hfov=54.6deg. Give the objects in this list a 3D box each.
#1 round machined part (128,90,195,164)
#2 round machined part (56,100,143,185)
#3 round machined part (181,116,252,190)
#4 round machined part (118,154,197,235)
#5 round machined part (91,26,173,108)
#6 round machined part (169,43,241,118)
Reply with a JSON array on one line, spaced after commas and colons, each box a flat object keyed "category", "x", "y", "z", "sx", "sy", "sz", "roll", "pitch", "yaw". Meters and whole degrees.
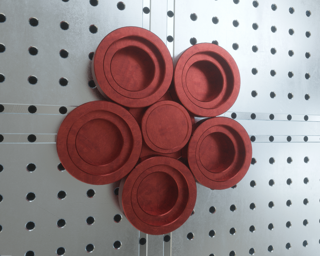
[{"category": "round machined part", "x": 0.003, "y": -0.001, "z": 0.404, "sx": 0.099, "sy": 0.042, "sz": 0.097, "roll": 0, "pitch": 90, "yaw": -20}, {"category": "round machined part", "x": -0.074, "y": 0.017, "z": 0.376, "sx": 0.099, "sy": 0.042, "sz": 0.097, "roll": 0, "pitch": 90, "yaw": -20}, {"category": "round machined part", "x": 0.074, "y": 0.033, "z": 0.430, "sx": 0.099, "sy": 0.042, "sz": 0.097, "roll": 0, "pitch": 90, "yaw": -20}, {"category": "round machined part", "x": -0.006, "y": 0.083, "z": 0.401, "sx": 0.099, "sy": 0.042, "sz": 0.097, "roll": 0, "pitch": 90, "yaw": -20}, {"category": "round machined part", "x": -0.036, "y": -0.073, "z": 0.390, "sx": 0.099, "sy": 0.042, "sz": 0.097, "roll": 0, "pitch": 90, "yaw": -20}, {"category": "round machined part", "x": 0.056, "y": -0.063, "z": 0.424, "sx": 0.099, "sy": 0.042, "sz": 0.097, "roll": 0, "pitch": 90, "yaw": -20}]
